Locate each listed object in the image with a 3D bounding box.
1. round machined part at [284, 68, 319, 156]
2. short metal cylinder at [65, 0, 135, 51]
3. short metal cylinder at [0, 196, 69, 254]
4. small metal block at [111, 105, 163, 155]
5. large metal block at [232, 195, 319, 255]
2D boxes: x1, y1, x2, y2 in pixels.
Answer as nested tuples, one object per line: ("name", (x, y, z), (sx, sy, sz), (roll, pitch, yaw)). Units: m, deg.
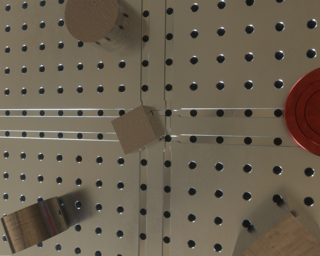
("round machined part", (0.188, -0.017, 0.338), (0.098, 0.042, 0.097), (0, 90, 19))
("short metal cylinder", (-0.082, -0.152, 0.427), (0.080, 0.050, 0.079), (0, 90, 19))
("short metal cylinder", (-0.179, 0.138, 0.445), (0.080, 0.080, 0.050), (-26, 82, 18))
("small metal block", (-0.031, 0.003, 0.423), (0.050, 0.025, 0.050), (-26, 82, 17))
("large metal block", (0.128, 0.126, 0.338), (0.050, 0.080, 0.080), (47, 104, 14))
